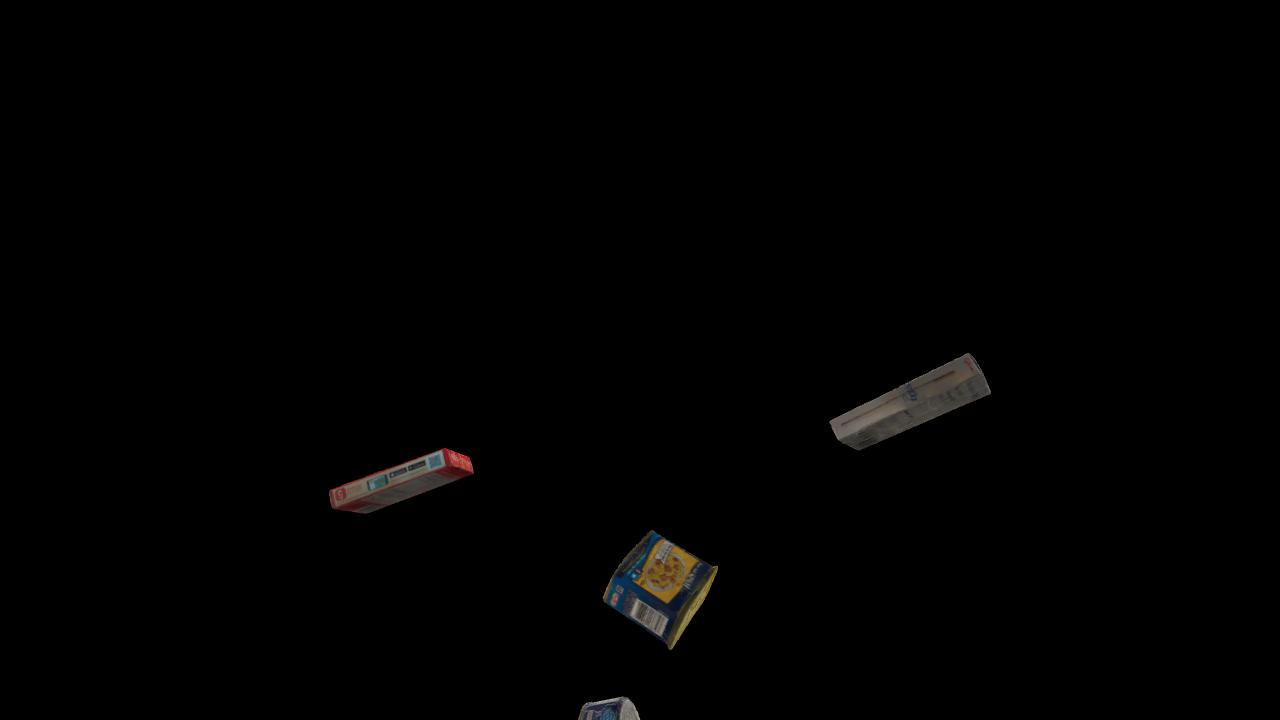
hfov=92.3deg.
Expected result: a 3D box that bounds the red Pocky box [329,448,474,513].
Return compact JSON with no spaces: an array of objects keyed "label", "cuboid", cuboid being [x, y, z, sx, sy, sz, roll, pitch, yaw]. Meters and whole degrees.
[{"label":"red Pocky box","cuboid":[-0.299,0.155,0.783,0.155,0.028,0.083,-20,-19,-1]}]

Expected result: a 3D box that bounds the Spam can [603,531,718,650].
[{"label":"Spam can","cuboid":[0.023,0.238,0.651,0.085,0.058,0.101,26,26,20]}]

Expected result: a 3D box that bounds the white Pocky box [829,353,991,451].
[{"label":"white Pocky box","cuboid":[0.288,0.050,0.656,0.154,0.028,0.084,-31,-31,23]}]

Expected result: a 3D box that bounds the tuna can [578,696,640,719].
[{"label":"tuna can","cuboid":[-0.019,0.302,0.463,0.034,0.084,0.084,-15,-2,8]}]
